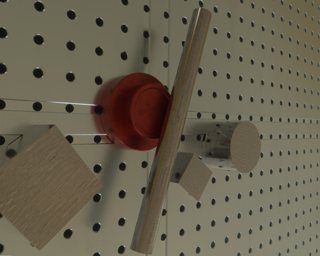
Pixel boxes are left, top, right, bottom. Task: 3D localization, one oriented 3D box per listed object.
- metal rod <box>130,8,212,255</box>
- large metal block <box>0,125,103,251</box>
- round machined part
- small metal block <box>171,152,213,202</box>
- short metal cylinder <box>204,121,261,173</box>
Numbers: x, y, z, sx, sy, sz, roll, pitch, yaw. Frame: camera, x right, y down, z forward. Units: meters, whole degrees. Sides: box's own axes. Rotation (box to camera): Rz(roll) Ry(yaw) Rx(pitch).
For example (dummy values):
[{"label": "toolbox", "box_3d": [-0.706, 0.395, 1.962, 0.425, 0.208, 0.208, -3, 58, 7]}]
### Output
[{"label": "metal rod", "box_3d": [0.017, -0.007, 0.370, 0.025, 0.025, 0.299, 25, 75, -38]}, {"label": "large metal block", "box_3d": [-0.117, 0.053, 0.296, 0.080, 0.050, 0.080, -46, 118, -30]}, {"label": "round machined part", "box_3d": [-0.020, -0.020, 0.383, 0.099, 0.042, 0.097, 0, 90, -40]}, {"label": "small metal block", "box_3d": [0.044, 0.070, 0.448, 0.050, 0.025, 0.050, 46, 62, -31]}, {"label": "short metal cylinder", "box_3d": [0.116, 0.029, 0.493, 0.081, 0.050, 0.079, 0, 90, -40]}]
